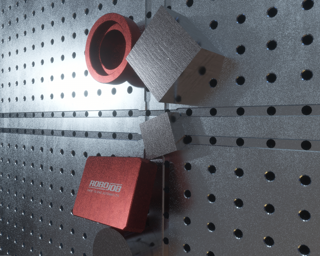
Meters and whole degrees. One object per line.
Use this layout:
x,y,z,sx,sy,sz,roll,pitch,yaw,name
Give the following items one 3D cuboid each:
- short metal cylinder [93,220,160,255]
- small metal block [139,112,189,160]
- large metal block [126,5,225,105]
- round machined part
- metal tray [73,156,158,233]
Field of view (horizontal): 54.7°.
-0.048,0.173,0.430,0.080,0.050,0.079,0,91,39,short metal cylinder
0.004,0.011,0.404,0.050,0.025,0.050,-23,76,37,small metal block
0.016,-0.086,0.378,0.080,0.050,0.080,-50,61,28,large metal block
-0.061,-0.111,0.446,0.098,0.042,0.097,0,90,39,round machined part
-0.066,0.087,0.430,0.130,0.030,0.090,-4,68,46,metal tray
